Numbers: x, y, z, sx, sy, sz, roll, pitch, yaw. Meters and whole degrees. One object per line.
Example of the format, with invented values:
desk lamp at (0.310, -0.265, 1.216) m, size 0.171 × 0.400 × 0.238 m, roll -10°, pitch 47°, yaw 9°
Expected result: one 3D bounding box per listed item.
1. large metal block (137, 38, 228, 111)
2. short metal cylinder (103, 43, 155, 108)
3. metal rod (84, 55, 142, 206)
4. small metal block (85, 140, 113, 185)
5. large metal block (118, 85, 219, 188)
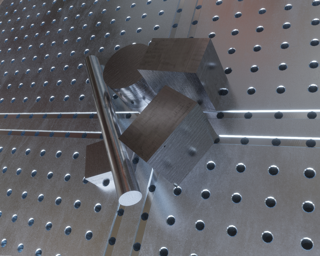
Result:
large metal block at (0.032, -0.069, 0.398) m, size 0.080 × 0.080 × 0.050 m, roll 10°, pitch 67°, yaw 32°
short metal cylinder at (-0.036, -0.077, 0.457) m, size 0.080 × 0.050 × 0.080 m, roll -13°, pitch 56°, yaw 20°
metal rod at (-0.075, -0.021, 0.433) m, size 0.025 × 0.025 × 0.300 m, roll -32°, pitch 44°, yaw 7°
small metal block at (-0.072, 0.044, 0.417) m, size 0.050 × 0.025 × 0.050 m, roll -18°, pitch 55°, yaw 17°
large metal block at (0.013, 0.012, 0.358) m, size 0.050 × 0.080 × 0.080 m, roll 35°, pitch 81°, yaw 38°
